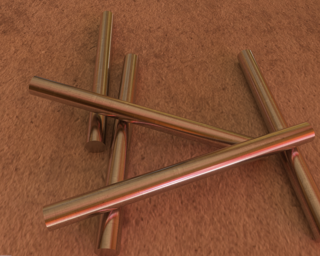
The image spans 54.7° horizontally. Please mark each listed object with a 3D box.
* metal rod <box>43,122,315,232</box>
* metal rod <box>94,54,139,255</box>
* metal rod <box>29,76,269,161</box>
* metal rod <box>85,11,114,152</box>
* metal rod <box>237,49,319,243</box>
[{"bbox_3d":[0.033,0.046,0.331,0.302,0.025,0.025,-16,52,-14],"label":"metal rod"},{"bbox_3d":[-0.048,0.006,0.397,0.025,0.025,0.300,1,50,0],"label":"metal rod"},{"bbox_3d":[-0.014,-0.012,0.385,0.302,0.025,0.025,16,51,2],"label":"metal rod"},{"bbox_3d":[-0.089,-0.092,0.478,0.025,0.025,0.300,-2,50,-2],"label":"metal rod"},{"bbox_3d":[0.154,-0.003,0.407,0.025,0.025,0.300,-4,50,-4],"label":"metal rod"}]
